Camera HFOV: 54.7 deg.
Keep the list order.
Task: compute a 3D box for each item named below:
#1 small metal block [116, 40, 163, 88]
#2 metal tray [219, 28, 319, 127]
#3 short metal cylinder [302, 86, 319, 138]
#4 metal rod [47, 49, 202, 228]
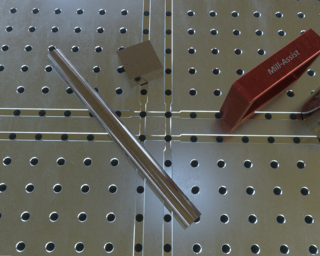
[{"bbox_3d":[-0.029,-0.092,0.445,0.050,0.025,0.050,-22,72,-8],"label":"small metal block"},{"bbox_3d":[0.143,-0.062,0.401,0.131,0.090,0.030,-35,74,-12],"label":"metal tray"},{"bbox_3d":[0.240,-0.026,0.411,0.081,0.050,0.080,0,70,0],"label":"short metal cylinder"},{"bbox_3d":[-0.056,0.003,0.409,0.025,0.025,0.300,-38,75,-13],"label":"metal rod"}]
